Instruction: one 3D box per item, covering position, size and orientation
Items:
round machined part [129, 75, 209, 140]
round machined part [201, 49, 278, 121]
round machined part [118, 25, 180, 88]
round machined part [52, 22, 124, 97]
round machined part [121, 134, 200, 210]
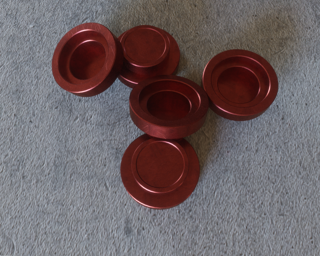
[{"bbox_3d":[0.011,-0.022,0.397,0.099,0.042,0.098,2,47,-2],"label":"round machined part"},{"bbox_3d":[0.105,-0.054,0.421,0.099,0.042,0.098,0,70,-1],"label":"round machined part"},{"bbox_3d":[-0.020,-0.105,0.438,0.099,0.042,0.098,0,70,-1],"label":"round machined part"},{"bbox_3d":[-0.093,-0.088,0.420,0.098,0.042,0.098,-5,76,20],"label":"round machined part"},{"bbox_3d":[0.000,0.049,0.382,0.099,0.042,0.098,0,70,-1],"label":"round machined part"}]
